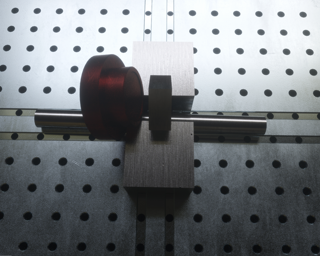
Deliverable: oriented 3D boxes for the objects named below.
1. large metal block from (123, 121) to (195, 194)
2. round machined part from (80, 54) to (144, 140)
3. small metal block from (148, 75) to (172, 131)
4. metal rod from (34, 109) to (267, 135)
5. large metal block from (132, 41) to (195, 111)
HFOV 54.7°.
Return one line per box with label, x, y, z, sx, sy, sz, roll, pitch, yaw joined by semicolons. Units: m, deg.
large metal block;0.000;0.037;0.385;0.081;0.050;0.080;1;70;0
round machined part;-0.048;-0.035;0.355;0.042;0.098;0.098;-1;69;15
small metal block;0.000;-0.031;0.363;0.025;0.050;0.050;1;26;0
metal rod;-0.012;-0.008;0.414;0.302;0.025;0.025;2;70;0
large metal block;0.004;-0.070;0.424;0.081;0.050;0.080;1;70;0
